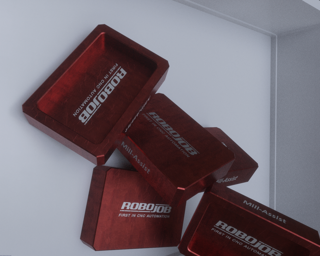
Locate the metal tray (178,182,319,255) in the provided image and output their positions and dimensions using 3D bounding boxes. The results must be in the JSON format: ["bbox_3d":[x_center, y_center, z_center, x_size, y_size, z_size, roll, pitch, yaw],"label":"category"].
[{"bbox_3d":[0.097,0.128,0.347,0.089,0.130,0.030,-69,168,20],"label":"metal tray"}]

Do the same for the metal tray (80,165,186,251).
[{"bbox_3d":[-0.025,0.099,0.383,0.131,0.030,0.090,15,80,-39],"label":"metal tray"}]

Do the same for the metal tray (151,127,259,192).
[{"bbox_3d":[0.057,0.038,0.412,0.131,0.090,0.030,-2,128,-40],"label":"metal tray"}]

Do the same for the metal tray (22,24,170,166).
[{"bbox_3d":[-0.061,-0.038,0.320,0.090,0.030,0.130,31,65,4],"label":"metal tray"}]

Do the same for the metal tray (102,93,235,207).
[{"bbox_3d":[0.007,0.016,0.351,0.091,0.130,0.030,-23,144,-38],"label":"metal tray"}]
